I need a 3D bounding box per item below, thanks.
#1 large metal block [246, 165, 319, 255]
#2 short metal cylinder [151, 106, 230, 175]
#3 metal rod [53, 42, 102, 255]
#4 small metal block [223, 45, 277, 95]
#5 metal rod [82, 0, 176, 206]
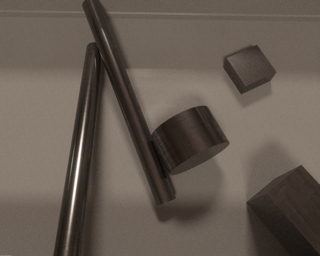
[{"bbox_3d":[0.153,0.096,0.347,0.050,0.080,0.080,-36,74,-12],"label":"large metal block"},{"bbox_3d":[0.036,0.016,0.375,0.080,0.080,0.050,-25,72,-9],"label":"short metal cylinder"},{"bbox_3d":[-0.090,0.007,0.365,0.025,0.025,0.300,-1,55,-1],"label":"metal rod"},{"bbox_3d":[0.127,-0.083,0.442,0.050,0.025,0.050,-25,72,-9],"label":"small metal block"},{"bbox_3d":[-0.046,-0.044,0.412,0.025,0.025,0.299,-20,76,-7],"label":"metal rod"}]
